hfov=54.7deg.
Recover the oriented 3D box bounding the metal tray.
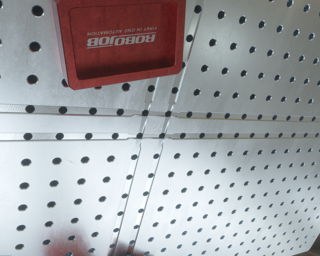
[{"bbox_3d":[-0.038,-0.096,0.328,0.131,0.030,0.089,-13,124,-22],"label":"metal tray"}]
